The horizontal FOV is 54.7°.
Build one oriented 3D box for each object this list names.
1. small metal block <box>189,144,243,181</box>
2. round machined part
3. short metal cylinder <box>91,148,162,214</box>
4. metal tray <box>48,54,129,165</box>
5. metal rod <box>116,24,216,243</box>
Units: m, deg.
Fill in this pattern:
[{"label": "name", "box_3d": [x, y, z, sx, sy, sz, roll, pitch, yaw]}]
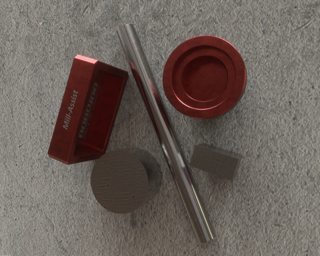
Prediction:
[{"label": "small metal block", "box_3d": [0.068, 0.039, 0.369, 0.050, 0.050, 0.025, 18, 96, 19]}, {"label": "round machined part", "box_3d": [0.056, -0.060, 0.381, 0.098, 0.042, 0.097, 0, 90, 19]}, {"label": "short metal cylinder", "box_3d": [-0.043, 0.067, 0.411, 0.080, 0.050, 0.079, 0, 90, 19]}, {"label": "metal tray", "box_3d": [-0.090, -0.022, 0.406, 0.030, 0.090, 0.129, 20, 96, 19]}, {"label": "metal rod", "box_3d": [0.005, 0.001, 0.408, 0.025, 0.025, 0.299, -23, 82, 18]}]
